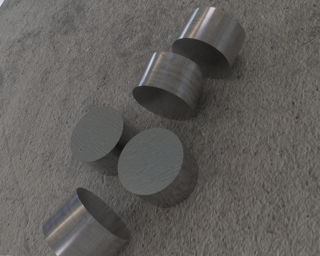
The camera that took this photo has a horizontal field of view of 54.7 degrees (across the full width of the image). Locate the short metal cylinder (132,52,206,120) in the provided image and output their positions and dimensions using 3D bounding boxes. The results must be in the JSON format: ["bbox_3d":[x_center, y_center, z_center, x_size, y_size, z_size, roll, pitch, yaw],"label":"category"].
[{"bbox_3d":[0.012,-0.051,0.394,0.080,0.080,0.050,10,67,32],"label":"short metal cylinder"}]

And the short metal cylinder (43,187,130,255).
[{"bbox_3d":[-0.080,0.112,0.342,0.050,0.080,0.080,-46,51,-4],"label":"short metal cylinder"}]

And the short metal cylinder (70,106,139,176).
[{"bbox_3d":[-0.071,0.018,0.414,0.080,0.050,0.080,-13,56,21],"label":"short metal cylinder"}]

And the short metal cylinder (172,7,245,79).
[{"bbox_3d":[0.063,-0.108,0.402,0.080,0.080,0.050,16,71,34],"label":"short metal cylinder"}]

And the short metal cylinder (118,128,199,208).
[{"bbox_3d":[-0.001,0.047,0.360,0.080,0.050,0.080,-13,56,21],"label":"short metal cylinder"}]
